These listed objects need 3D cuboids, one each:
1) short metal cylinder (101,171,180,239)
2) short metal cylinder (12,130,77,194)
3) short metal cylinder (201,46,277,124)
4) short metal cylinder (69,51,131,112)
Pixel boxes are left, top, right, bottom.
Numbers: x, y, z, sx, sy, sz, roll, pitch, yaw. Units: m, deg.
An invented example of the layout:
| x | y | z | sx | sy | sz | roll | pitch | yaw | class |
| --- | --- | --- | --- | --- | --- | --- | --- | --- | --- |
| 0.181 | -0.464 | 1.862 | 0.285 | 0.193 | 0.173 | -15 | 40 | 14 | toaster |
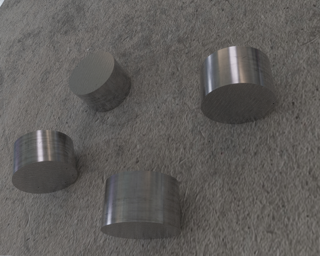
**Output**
| x | y | z | sx | sy | sz | roll | pitch | yaw | class |
| --- | --- | --- | --- | --- | --- | --- | --- | --- | --- |
| -0.019 | 0.084 | 0.327 | 0.080 | 0.080 | 0.050 | -13 | 57 | 21 | short metal cylinder |
| -0.157 | 0.047 | 0.422 | 0.080 | 0.080 | 0.050 | -27 | 52 | 11 | short metal cylinder |
| 0.086 | -0.046 | 0.352 | 0.080 | 0.080 | 0.050 | -11 | 57 | 22 | short metal cylinder |
| -0.092 | -0.071 | 0.480 | 0.080 | 0.050 | 0.080 | -13 | 56 | 21 | short metal cylinder |
